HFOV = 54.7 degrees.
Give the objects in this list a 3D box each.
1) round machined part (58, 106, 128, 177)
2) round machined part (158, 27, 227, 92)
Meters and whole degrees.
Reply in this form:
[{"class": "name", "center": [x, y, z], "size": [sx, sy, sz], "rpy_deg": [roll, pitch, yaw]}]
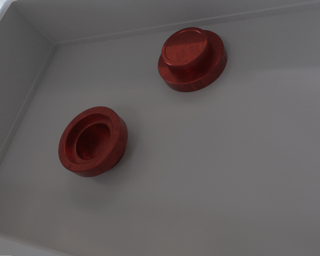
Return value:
[{"class": "round machined part", "center": [-0.086, 0.022, 0.427], "size": [0.098, 0.042, 0.098], "rpy_deg": [-13, 56, 21]}, {"class": "round machined part", "center": [0.041, -0.102, 0.436], "size": [0.098, 0.042, 0.098], "rpy_deg": [-13, 56, 21]}]
